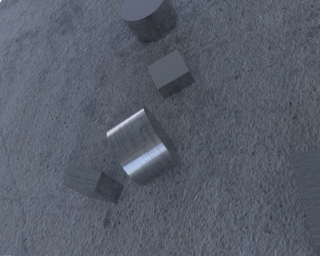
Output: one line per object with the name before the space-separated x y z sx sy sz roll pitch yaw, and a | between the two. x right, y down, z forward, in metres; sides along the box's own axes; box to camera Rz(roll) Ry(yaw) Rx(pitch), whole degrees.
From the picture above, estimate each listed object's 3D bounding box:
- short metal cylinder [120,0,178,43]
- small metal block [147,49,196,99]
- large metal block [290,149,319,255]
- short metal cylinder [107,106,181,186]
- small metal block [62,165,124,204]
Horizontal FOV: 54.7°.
short metal cylinder | -0.018 -0.188 0.511 0.080 0.050 0.080 -13 56 20
small metal block | 0.015 -0.077 0.442 0.050 0.025 0.050 -29 52 9
large metal block | 0.165 0.060 0.265 0.080 0.050 0.080 -14 56 20
short metal cylinder | -0.018 0.021 0.364 0.050 0.080 0.080 -33 52 7
small metal block | -0.082 0.071 0.386 0.050 0.050 0.025 5 65 30
